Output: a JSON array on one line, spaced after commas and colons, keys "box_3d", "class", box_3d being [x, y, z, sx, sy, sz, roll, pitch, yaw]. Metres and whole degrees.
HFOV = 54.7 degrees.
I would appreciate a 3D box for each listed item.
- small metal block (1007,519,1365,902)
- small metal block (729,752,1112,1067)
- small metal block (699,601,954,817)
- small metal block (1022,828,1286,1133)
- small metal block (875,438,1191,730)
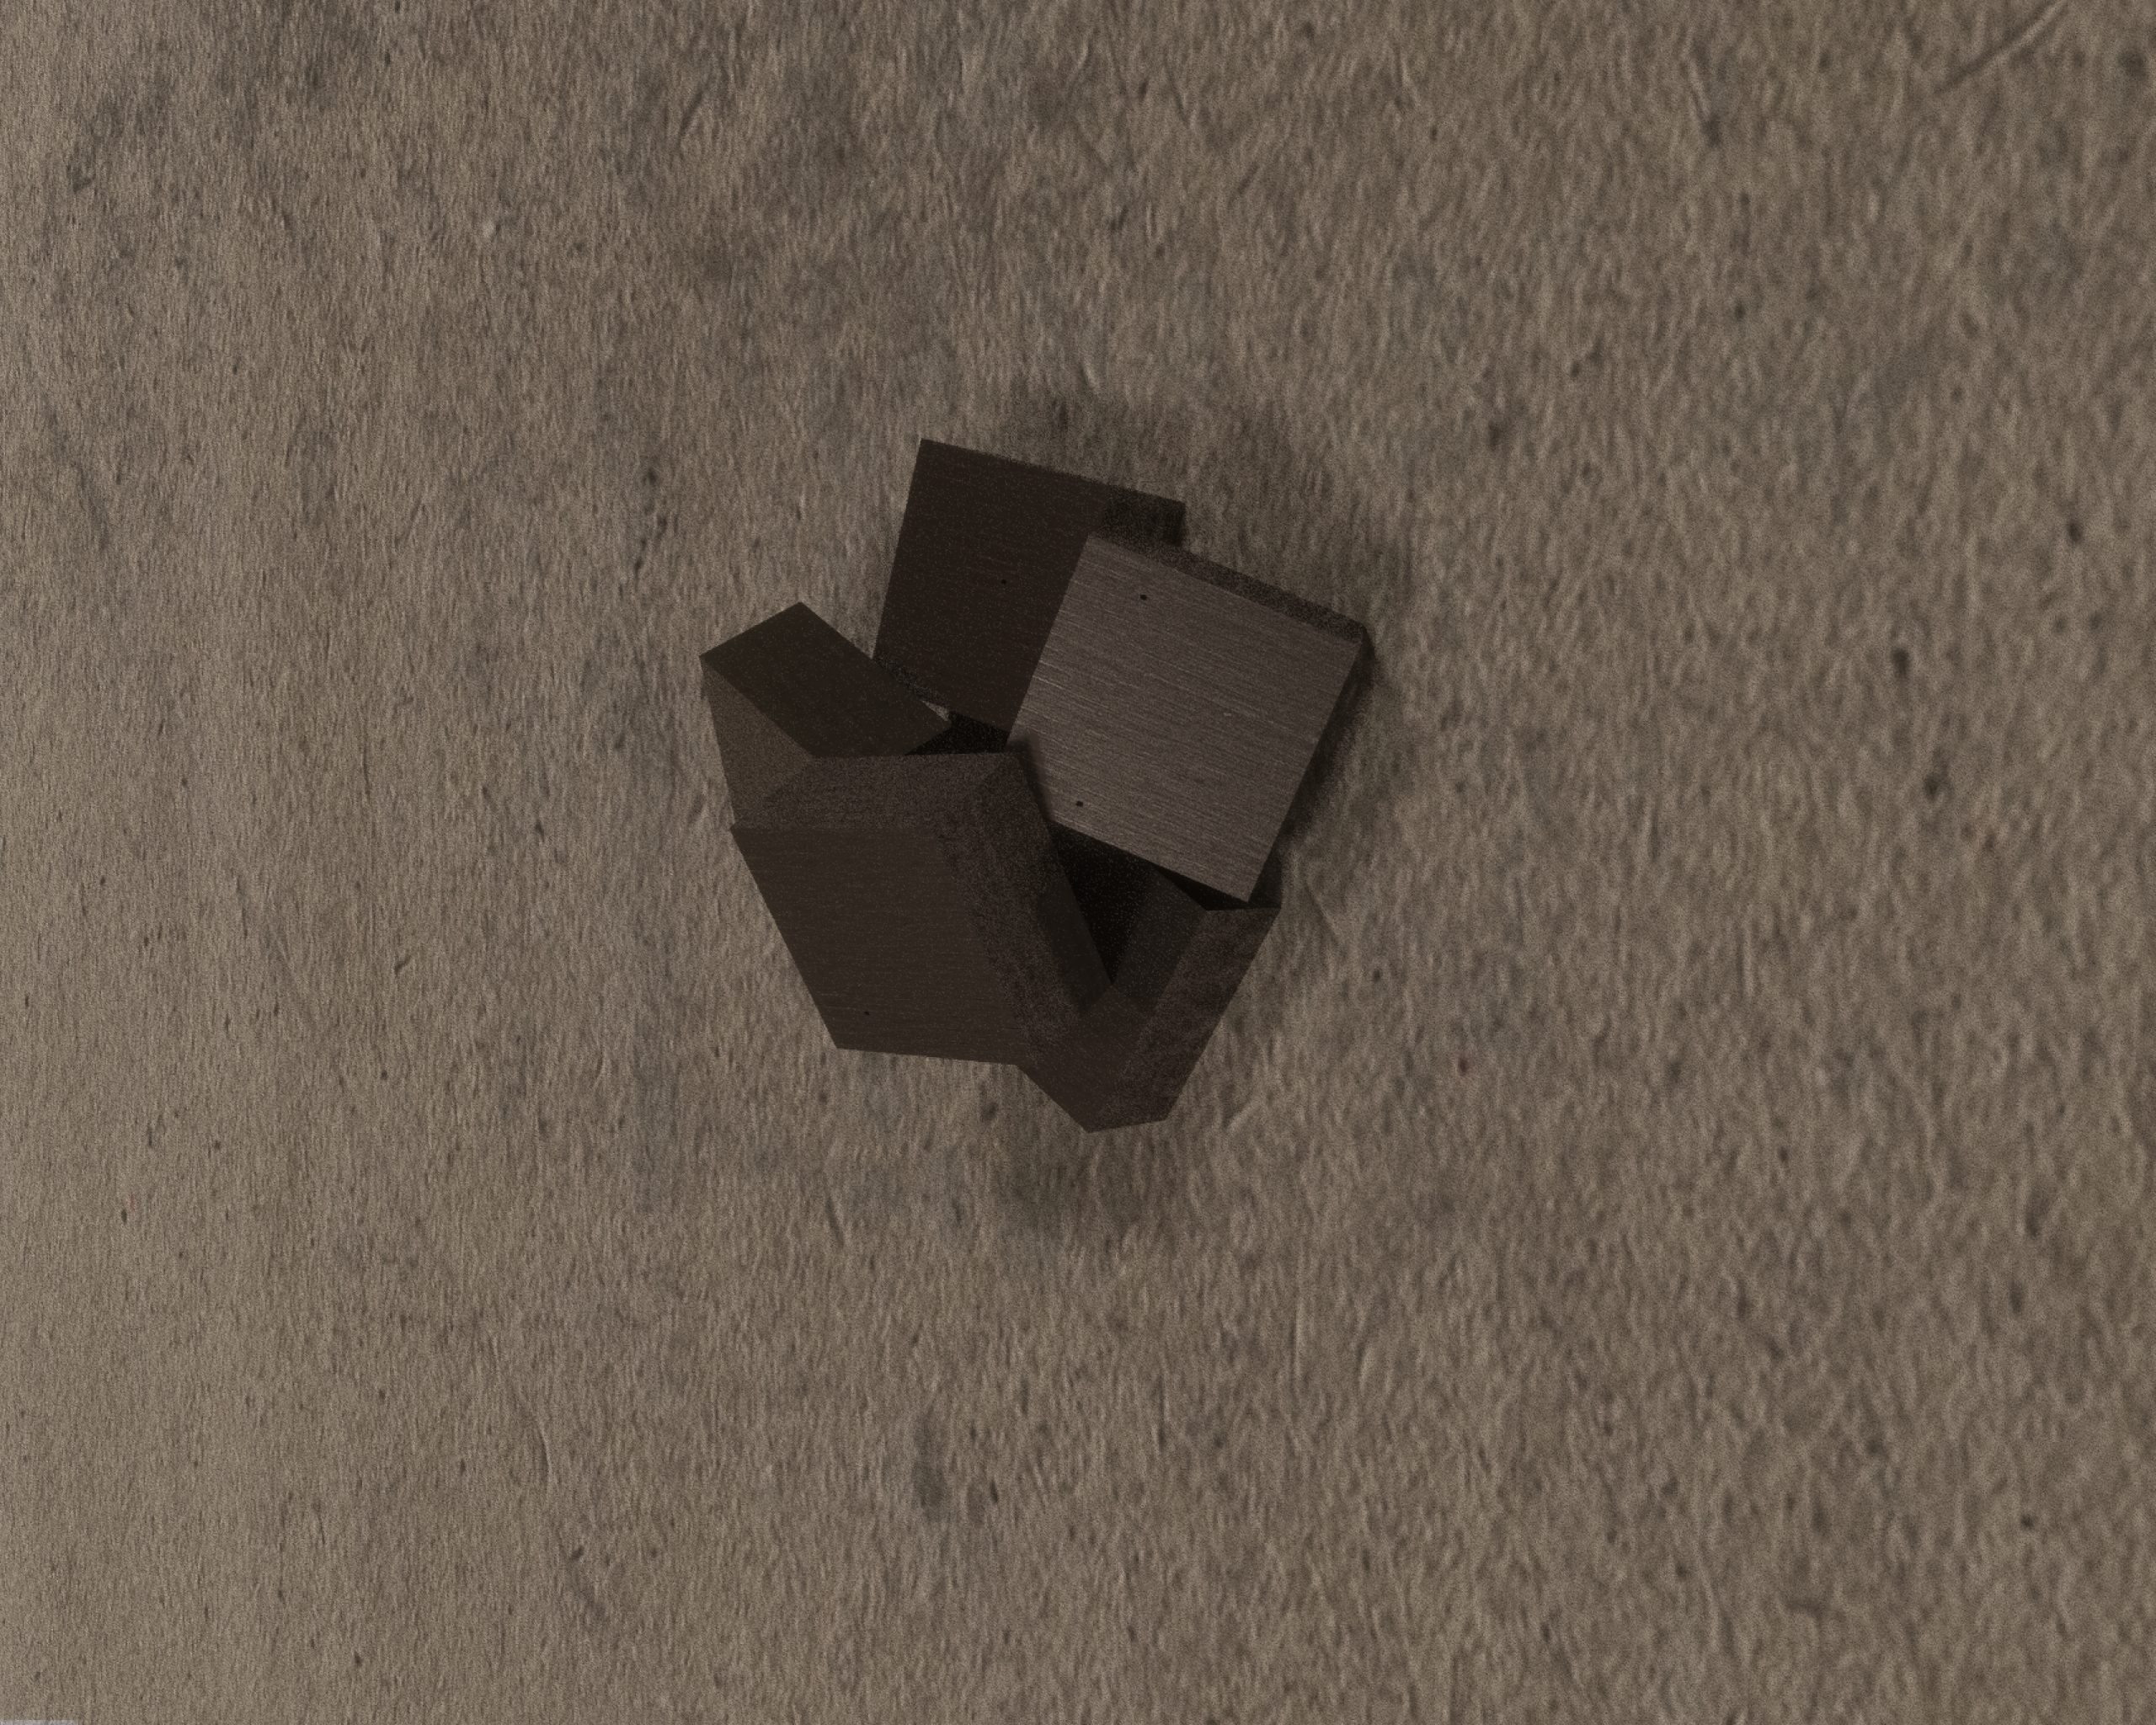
[{"box_3d": [0.018, -0.028, 0.375, 0.050, 0.025, 0.050, 23, 107, 2], "class": "small metal block"}, {"box_3d": [-0.028, 0.008, 0.381, 0.050, 0.025, 0.050, 0, 123, 39], "class": "small metal block"}, {"box_3d": [-0.050, -0.017, 0.430, 0.050, 0.025, 0.050, 40, 150, 31], "class": "small metal block"}, {"box_3d": [0.004, 0.016, 0.402, 0.050, 0.025, 0.050, 40, 114, 32], "class": "small metal block"}, {"box_3d": [-0.010, -0.053, 0.414, 0.050, 0.025, 0.050, 22, 104, 37], "class": "small metal block"}]
